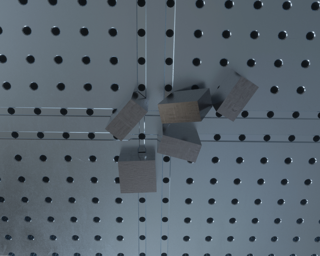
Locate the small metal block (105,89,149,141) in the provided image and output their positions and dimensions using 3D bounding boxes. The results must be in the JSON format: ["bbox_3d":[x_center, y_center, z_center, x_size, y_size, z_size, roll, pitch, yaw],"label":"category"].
[{"bbox_3d":[-0.041,-0.018,0.393,0.025,0.050,0.050,39,105,-13],"label":"small metal block"}]

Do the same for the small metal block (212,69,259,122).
[{"bbox_3d":[0.090,-0.042,0.386,0.025,0.050,0.050,30,107,-11],"label":"small metal block"}]

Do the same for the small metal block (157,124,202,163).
[{"bbox_3d":[0.024,0.017,0.407,0.050,0.050,0.025,15,109,-6],"label":"small metal block"}]

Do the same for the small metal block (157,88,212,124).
[{"bbox_3d":[0.032,-0.028,0.382,0.050,0.050,0.025,-3,112,26],"label":"small metal block"}]

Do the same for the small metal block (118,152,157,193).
[{"bbox_3d":[-0.031,0.063,0.436,0.050,0.025,0.050,-2,110,0],"label":"small metal block"}]
